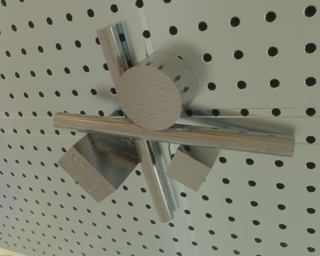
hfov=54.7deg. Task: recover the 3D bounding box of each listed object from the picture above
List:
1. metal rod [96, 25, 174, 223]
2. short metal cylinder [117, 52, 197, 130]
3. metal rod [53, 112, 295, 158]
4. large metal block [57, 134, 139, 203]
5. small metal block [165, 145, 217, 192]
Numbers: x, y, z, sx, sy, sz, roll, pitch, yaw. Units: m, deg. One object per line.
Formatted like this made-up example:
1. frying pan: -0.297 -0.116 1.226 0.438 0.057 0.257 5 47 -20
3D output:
1. metal rod: -0.027 0.011 0.431 0.025 0.025 0.298 -2 118 29
2. short metal cylinder: -0.003 -0.044 0.368 0.080 0.050 0.079 13 124 20
3. metal rod: 0.005 0.006 0.387 0.301 0.025 0.025 6 121 16
4. large metal block: -0.082 0.045 0.443 0.080 0.080 0.050 46 129 -5
5. small metal block: 0.041 0.052 0.421 0.050 0.025 0.050 29 128 9
